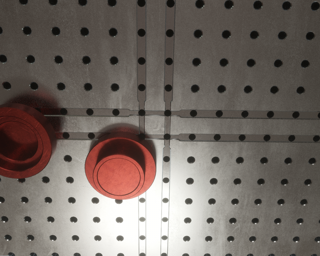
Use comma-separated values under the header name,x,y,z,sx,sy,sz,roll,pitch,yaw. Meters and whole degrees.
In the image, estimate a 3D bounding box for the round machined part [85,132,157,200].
name,x,y,z,sx,sy,sz,roll,pitch,yaw
round machined part,-0.054,0.058,0.425,0.099,0.042,0.097,0,110,-1

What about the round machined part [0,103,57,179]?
name,x,y,z,sx,sy,sz,roll,pitch,yaw
round machined part,-0.185,0.014,0.407,0.099,0.042,0.097,0,110,-1
